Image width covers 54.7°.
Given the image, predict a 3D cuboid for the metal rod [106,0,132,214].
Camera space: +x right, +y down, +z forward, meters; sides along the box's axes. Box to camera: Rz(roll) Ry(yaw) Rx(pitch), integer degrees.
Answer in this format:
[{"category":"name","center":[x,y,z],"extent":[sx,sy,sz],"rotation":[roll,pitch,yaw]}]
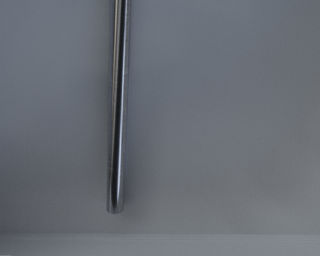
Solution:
[{"category":"metal rod","center":[-0.055,-0.021,0.402],"extent":[0.025,0.025,0.298],"rotation":[4,110,-2]}]
